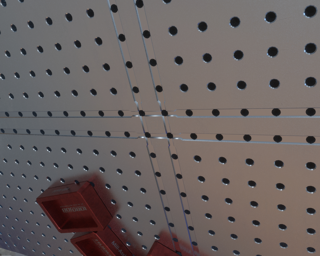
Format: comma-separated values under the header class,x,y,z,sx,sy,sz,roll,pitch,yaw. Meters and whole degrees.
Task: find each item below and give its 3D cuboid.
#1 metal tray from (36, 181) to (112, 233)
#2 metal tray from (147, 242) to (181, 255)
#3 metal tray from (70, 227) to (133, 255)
class,x,y,z,sx,sy,sz,roll,pitch,yaw
metal tray,-0.164,0.153,0.585,0.130,0.030,0.090,-16,110,34
metal tray,0.030,0.271,0.558,0.130,0.030,0.089,28,128,10
metal tray,-0.107,0.251,0.617,0.090,0.030,0.130,-30,103,37
